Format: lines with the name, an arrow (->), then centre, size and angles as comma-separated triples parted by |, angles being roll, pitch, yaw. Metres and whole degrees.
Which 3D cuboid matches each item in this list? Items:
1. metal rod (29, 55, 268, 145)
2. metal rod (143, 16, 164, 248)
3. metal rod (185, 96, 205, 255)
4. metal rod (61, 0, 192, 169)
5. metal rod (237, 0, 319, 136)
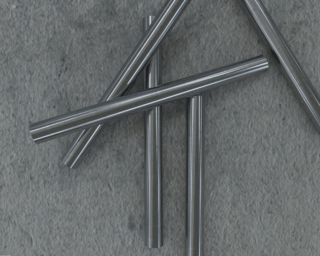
metal rod -> -0.004, -0.039, 0.383 | 0.302, 0.025, 0.025 | -18, 90, -11
metal rod -> -0.009, 0.005, 0.409 | 0.025, 0.025, 0.298 | -1, 90, -1
metal rod -> 0.046, 0.108, 0.410 | 0.025, 0.025, 0.298 | 0, 90, -1
metal rod -> -0.034, -0.074, 0.388 | 0.025, 0.025, 0.299 | 35, 98, -1
metal rod -> 0.148, -0.121, 0.411 | 0.025, 0.025, 0.299 | -32, 90, 0
